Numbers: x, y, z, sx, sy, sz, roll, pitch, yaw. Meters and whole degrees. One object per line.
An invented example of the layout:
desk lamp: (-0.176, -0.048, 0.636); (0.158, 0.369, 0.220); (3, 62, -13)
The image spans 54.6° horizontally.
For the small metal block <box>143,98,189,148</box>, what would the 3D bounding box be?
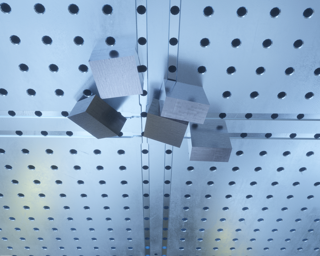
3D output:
small metal block: (0.009, -0.005, 0.393); (0.050, 0.025, 0.050); (17, 143, 3)

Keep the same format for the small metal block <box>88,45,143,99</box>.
small metal block: (-0.048, -0.064, 0.357); (0.050, 0.025, 0.050); (-7, 130, 5)

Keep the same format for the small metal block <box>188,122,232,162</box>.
small metal block: (0.064, 0.018, 0.410); (0.050, 0.050, 0.025); (3, 130, -2)

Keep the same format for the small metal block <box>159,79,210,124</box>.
small metal block: (0.027, -0.032, 0.366); (0.050, 0.050, 0.025); (10, 120, -9)

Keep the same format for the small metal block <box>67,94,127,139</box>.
small metal block: (-0.079, -0.012, 0.386); (0.050, 0.025, 0.050); (40, 150, -29)
